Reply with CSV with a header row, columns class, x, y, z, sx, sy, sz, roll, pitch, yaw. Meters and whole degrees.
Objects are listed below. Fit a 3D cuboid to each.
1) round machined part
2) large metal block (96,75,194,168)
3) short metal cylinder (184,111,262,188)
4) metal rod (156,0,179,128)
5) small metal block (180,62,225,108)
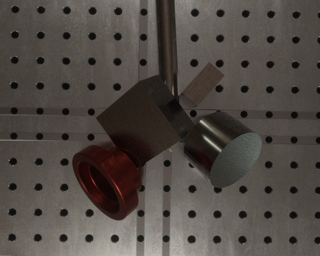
class,x,y,z,sx,sy,sz,roll,pitch,yaw
round machined part,-0.061,0.062,0.386,0.042,0.098,0.098,-36,91,-36
large metal block,-0.017,-0.007,0.384,0.080,0.050,0.080,-35,90,30
short metal cylinder,0.077,0.026,0.381,0.080,0.080,0.050,-46,47,0
metal rod,0.008,-0.149,0.413,0.025,0.025,0.298,-3,90,-1
small metal block,0.053,-0.054,0.402,0.025,0.050,0.050,42,90,-1
